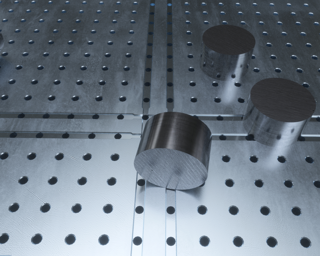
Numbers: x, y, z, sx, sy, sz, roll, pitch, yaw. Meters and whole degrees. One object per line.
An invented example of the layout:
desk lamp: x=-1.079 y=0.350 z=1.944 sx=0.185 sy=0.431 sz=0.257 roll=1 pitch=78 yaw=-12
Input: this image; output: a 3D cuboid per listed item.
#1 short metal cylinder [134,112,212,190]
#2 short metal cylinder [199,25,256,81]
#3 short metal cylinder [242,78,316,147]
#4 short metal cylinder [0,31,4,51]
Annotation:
short metal cylinder: x=0.016 y=0.027 z=0.349 sx=0.080 sy=0.080 sz=0.050 roll=9 pitch=51 yaw=7
short metal cylinder: x=0.105 y=-0.120 z=0.493 sx=0.081 sy=0.050 sz=0.080 roll=0 pitch=50 yaw=0
short metal cylinder: x=0.155 y=-0.021 z=0.410 sx=0.081 sy=0.050 sz=0.080 roll=0 pitch=50 yaw=0
short metal cylinder: x=-0.296 y=-0.134 z=0.482 sx=0.080 sy=0.080 sz=0.050 roll=6 pitch=51 yaw=5
